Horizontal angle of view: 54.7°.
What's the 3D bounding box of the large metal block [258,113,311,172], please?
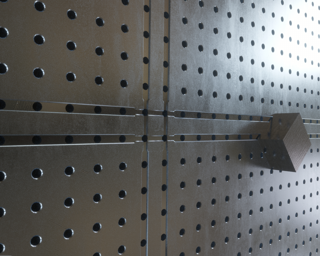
[{"bbox_3d":[0.243,0.027,0.601,0.080,0.050,0.080,-46,118,-30],"label":"large metal block"}]
